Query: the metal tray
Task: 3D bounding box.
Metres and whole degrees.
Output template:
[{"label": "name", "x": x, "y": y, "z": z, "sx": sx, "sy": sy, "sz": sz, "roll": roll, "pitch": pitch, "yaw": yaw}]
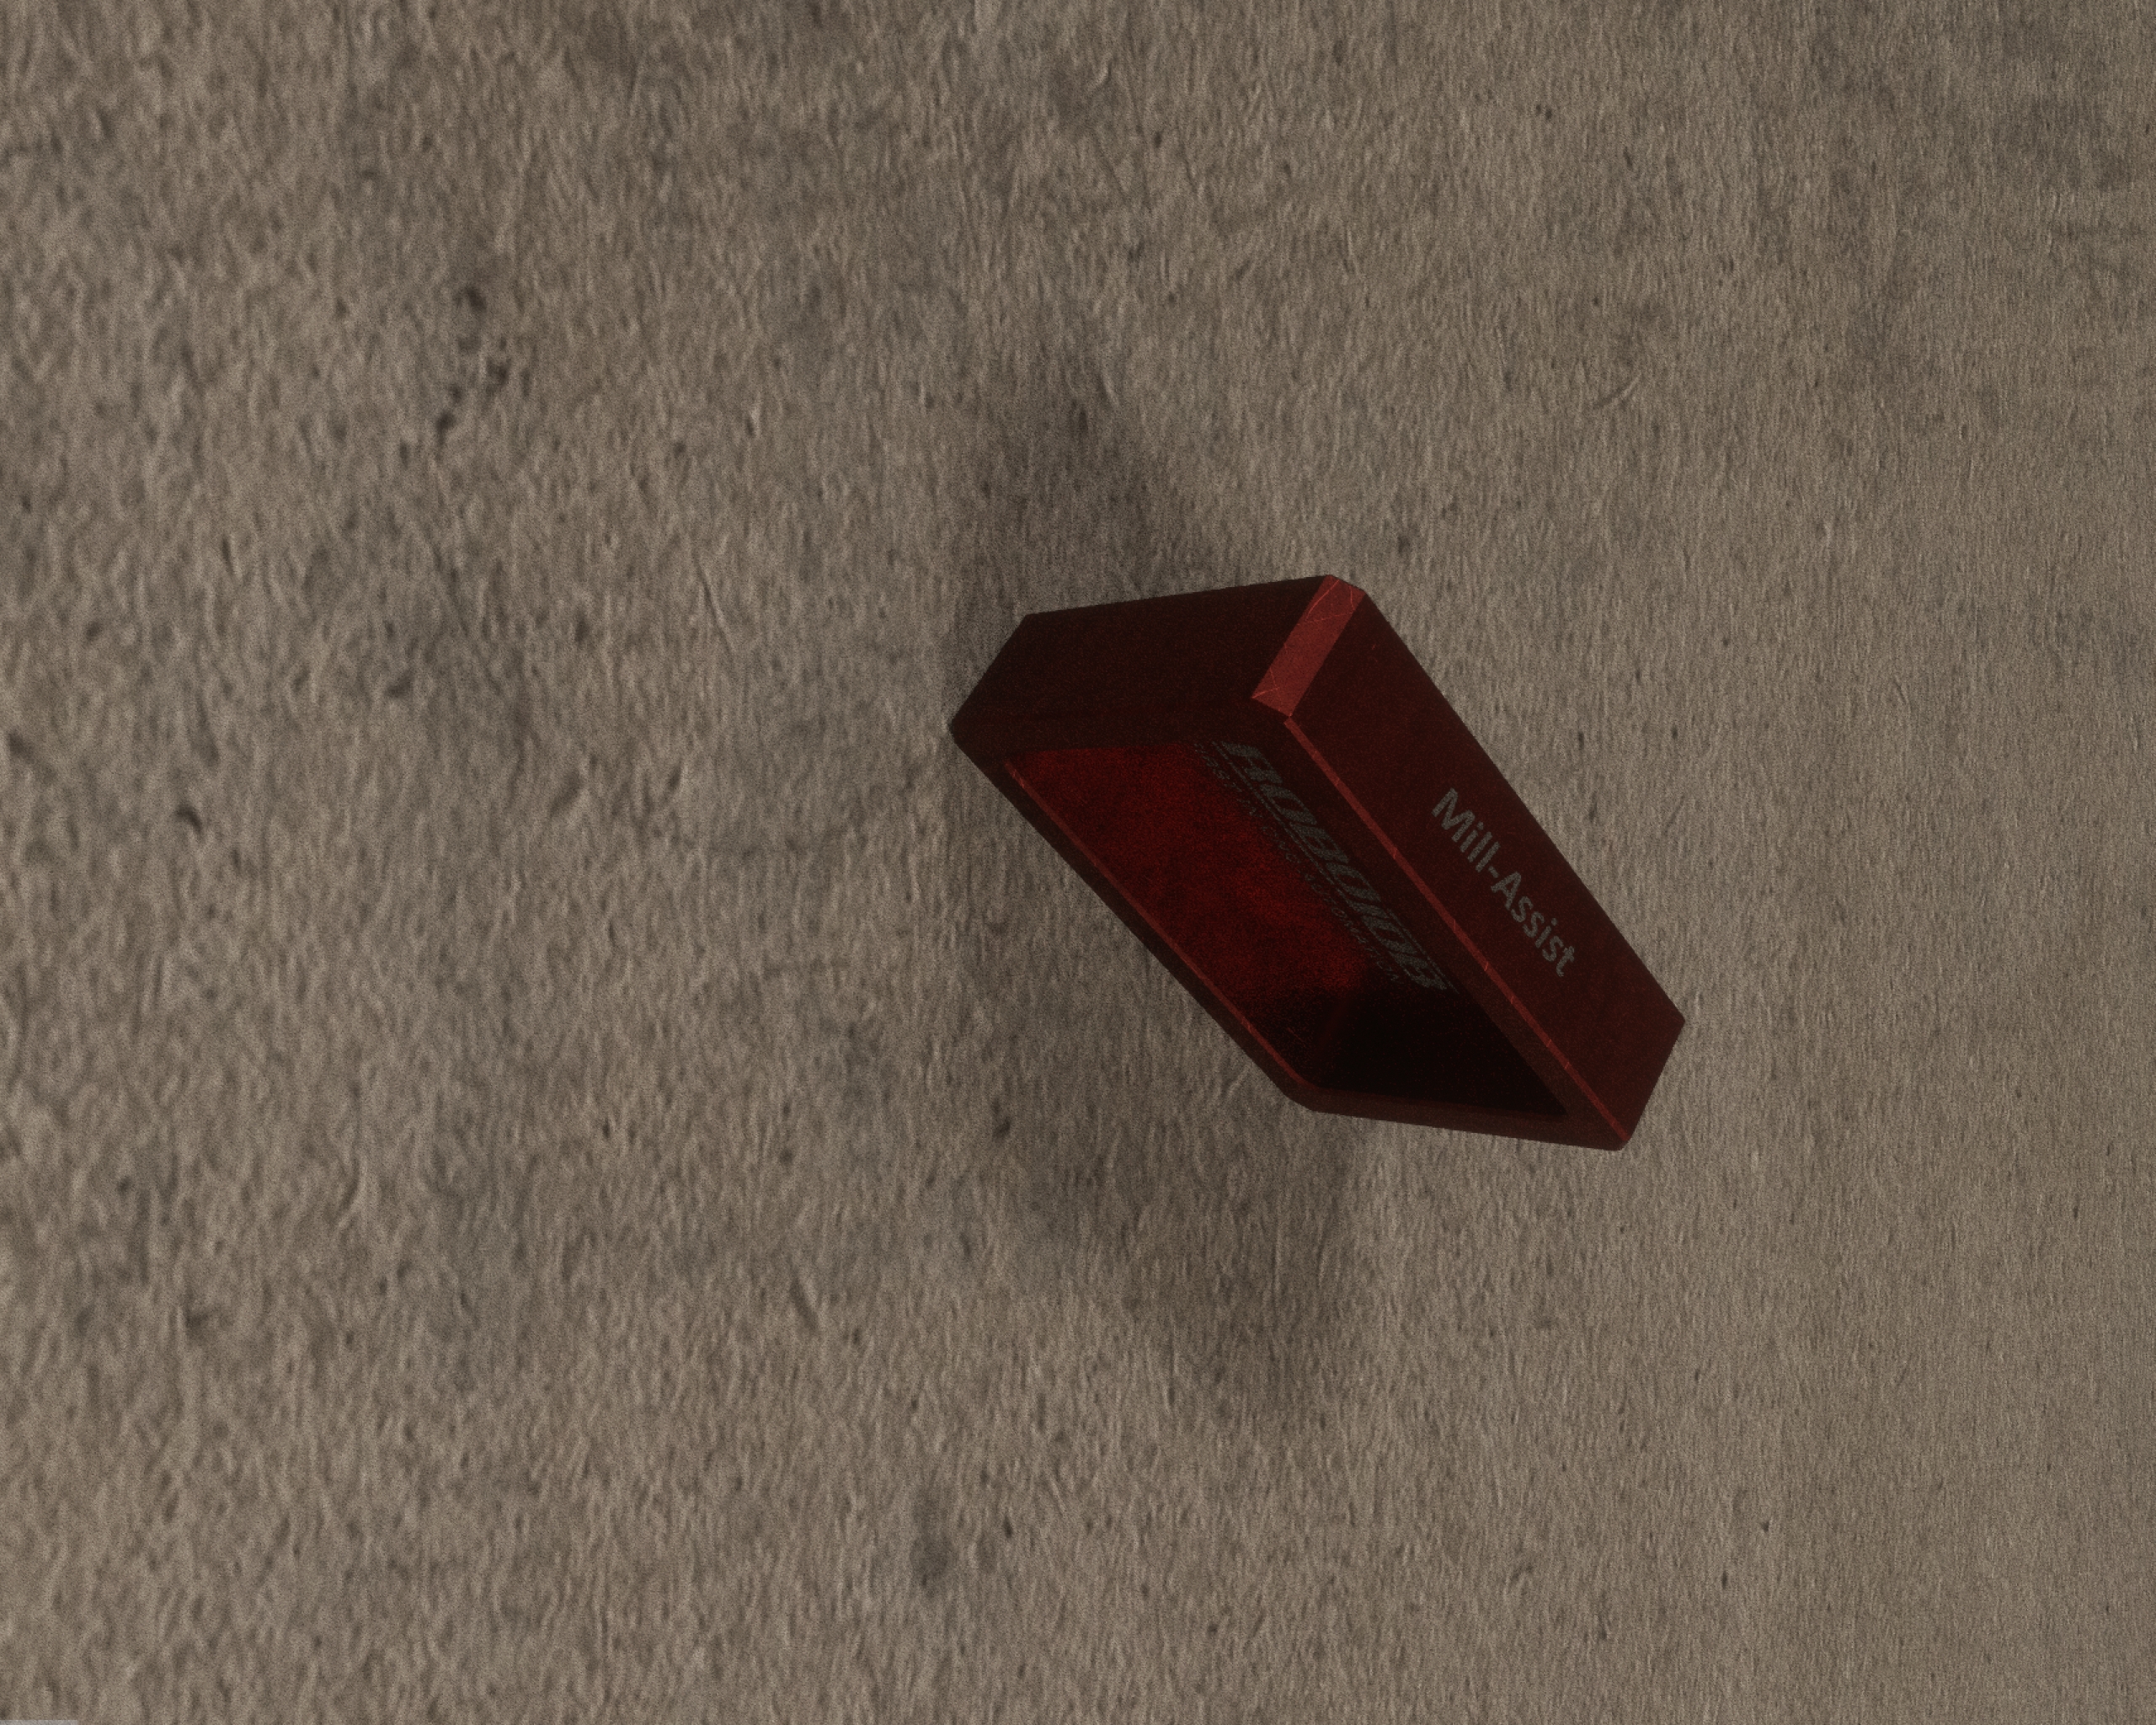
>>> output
[{"label": "metal tray", "x": 0.047, "y": 0.003, "z": 0.406, "sx": 0.130, "sy": 0.090, "sz": 0.030, "roll": 47, "pitch": 62, "yaw": -30}]
